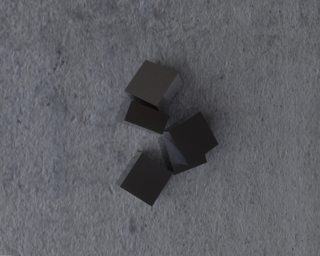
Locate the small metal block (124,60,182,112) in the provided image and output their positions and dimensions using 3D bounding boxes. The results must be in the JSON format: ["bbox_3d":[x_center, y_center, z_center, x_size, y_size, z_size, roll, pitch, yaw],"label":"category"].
[{"bbox_3d":[-0.008,-0.052,0.393,0.050,0.025,0.050,27,77,24],"label":"small metal block"}]

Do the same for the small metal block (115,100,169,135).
[{"bbox_3d":[-0.023,-0.012,0.388,0.050,0.050,0.025,21,84,-19],"label":"small metal block"}]

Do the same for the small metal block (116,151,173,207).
[{"bbox_3d":[-0.021,0.065,0.403,0.050,0.025,0.050,36,78,-17],"label":"small metal block"}]

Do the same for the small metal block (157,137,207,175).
[{"bbox_3d":[0.030,0.030,0.422,0.050,0.025,0.050,-18,96,-20],"label":"small metal block"}]

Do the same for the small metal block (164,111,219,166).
[{"bbox_3d":[0.039,0.013,0.398,0.050,0.025,0.050,-33,101,-18],"label":"small metal block"}]
